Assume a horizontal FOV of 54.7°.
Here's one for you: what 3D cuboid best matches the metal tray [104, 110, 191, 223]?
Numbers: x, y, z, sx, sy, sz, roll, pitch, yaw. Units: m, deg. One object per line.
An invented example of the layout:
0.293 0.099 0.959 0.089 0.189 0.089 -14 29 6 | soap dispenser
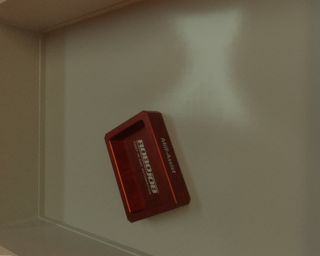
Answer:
-0.021 0.052 0.418 0.090 0.030 0.129 -29 72 36 | metal tray
